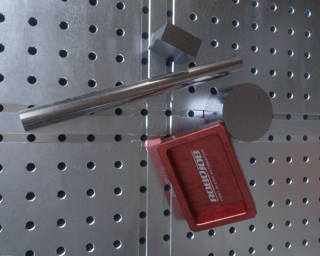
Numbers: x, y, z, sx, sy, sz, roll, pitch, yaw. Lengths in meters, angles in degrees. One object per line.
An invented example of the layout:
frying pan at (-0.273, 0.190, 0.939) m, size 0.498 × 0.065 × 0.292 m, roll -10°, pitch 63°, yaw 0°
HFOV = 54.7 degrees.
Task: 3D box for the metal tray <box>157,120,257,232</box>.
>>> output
metal tray at (0.062, 0.064, 0.408) m, size 0.090 × 0.030 × 0.129 m, roll -20°, pitch 98°, yaw 15°

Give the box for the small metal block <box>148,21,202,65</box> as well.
small metal block at (0.019, -0.109, 0.406) m, size 0.050 × 0.050 × 0.025 m, roll 23°, pitch 83°, yaw -19°

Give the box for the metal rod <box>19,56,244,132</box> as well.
metal rod at (-0.022, -0.051, 0.404) m, size 0.302 × 0.025 × 0.025 m, roll -18°, pitch 96°, yaw -19°

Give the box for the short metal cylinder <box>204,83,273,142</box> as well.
short metal cylinder at (0.111, -0.021, 0.440) m, size 0.081 × 0.050 × 0.079 m, roll 0°, pitch 90°, yaw -20°
